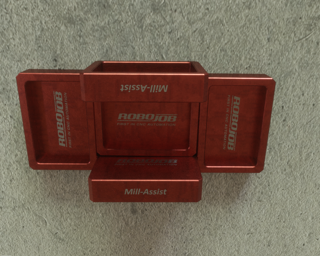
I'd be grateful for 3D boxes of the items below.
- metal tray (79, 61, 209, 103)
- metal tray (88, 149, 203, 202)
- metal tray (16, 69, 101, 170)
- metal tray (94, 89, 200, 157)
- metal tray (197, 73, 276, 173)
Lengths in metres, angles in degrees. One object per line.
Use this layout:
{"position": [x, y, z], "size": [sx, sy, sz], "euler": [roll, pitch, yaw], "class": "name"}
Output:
{"position": [-0.016, -0.056, 0.356], "size": [0.131, 0.090, 0.030], "euler": [0, 110, -1], "class": "metal tray"}
{"position": [-0.017, 0.057, 0.396], "size": [0.131, 0.090, 0.030], "euler": [0, 110, -1], "class": "metal tray"}
{"position": [-0.127, -0.009, 0.403], "size": [0.091, 0.030, 0.129], "euler": [0, 110, -1], "class": "metal tray"}
{"position": [-0.017, -0.010, 0.404], "size": [0.131, 0.030, 0.089], "euler": [1, 110, -1], "class": "metal tray"}
{"position": [0.095, -0.005, 0.408], "size": [0.091, 0.030, 0.129], "euler": [0, 110, -1], "class": "metal tray"}
